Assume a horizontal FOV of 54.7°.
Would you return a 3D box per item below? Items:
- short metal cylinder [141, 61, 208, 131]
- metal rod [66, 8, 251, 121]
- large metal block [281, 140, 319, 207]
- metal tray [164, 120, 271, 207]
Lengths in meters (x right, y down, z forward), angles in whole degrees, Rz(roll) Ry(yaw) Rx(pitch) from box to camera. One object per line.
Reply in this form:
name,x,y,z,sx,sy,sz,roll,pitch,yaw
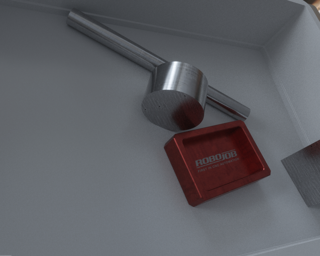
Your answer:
short metal cylinder,0.021,-0.040,0.408,0.080,0.080,0.050,24,53,-14
metal rod,0.005,-0.089,0.464,0.301,0.025,0.025,28,52,-11
large metal block,0.247,0.064,0.468,0.050,0.080,0.080,-12,68,-34
metal tray,0.080,0.043,0.421,0.131,0.030,0.090,-11,68,-33
